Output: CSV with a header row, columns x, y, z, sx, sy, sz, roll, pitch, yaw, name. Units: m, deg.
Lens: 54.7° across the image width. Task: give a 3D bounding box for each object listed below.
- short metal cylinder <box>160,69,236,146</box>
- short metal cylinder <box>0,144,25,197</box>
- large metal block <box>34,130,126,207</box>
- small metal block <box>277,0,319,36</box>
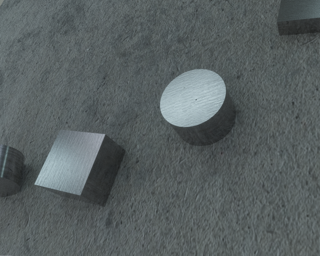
x,y,z,sx,sy,sz,roll,pitch,yaw,name
0.047,-0.025,0.378,0.080,0.050,0.080,-13,56,21,short metal cylinder
-0.248,0.064,0.459,0.080,0.080,0.050,-18,55,17,short metal cylinder
-0.104,0.052,0.411,0.080,0.050,0.080,5,64,30,large metal block
0.182,-0.149,0.400,0.050,0.025,0.050,4,64,30,small metal block
